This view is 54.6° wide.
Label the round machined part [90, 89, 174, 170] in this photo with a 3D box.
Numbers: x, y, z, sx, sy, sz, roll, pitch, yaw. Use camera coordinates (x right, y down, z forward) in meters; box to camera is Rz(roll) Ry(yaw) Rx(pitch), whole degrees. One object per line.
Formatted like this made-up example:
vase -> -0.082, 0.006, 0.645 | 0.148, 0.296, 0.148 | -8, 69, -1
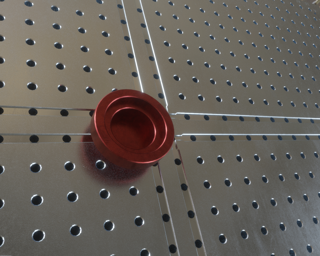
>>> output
round machined part -> -0.036, 0.005, 0.375 | 0.099, 0.042, 0.098 | 13, 56, -21
